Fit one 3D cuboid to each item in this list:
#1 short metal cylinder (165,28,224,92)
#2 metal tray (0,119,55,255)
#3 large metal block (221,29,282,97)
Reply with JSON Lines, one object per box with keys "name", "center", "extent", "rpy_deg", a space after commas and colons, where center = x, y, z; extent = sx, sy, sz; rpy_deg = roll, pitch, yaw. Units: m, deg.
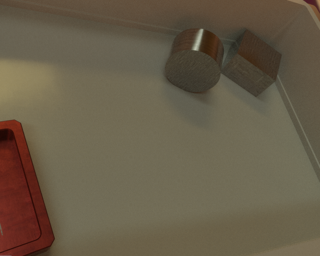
{"name": "short metal cylinder", "center": [0.052, -0.100, 0.461], "extent": [0.080, 0.080, 0.050], "rpy_deg": [25, 53, -13]}
{"name": "metal tray", "center": [-0.160, 0.061, 0.279], "extent": [0.091, 0.030, 0.130], "rpy_deg": [-12, 68, -33]}
{"name": "large metal block", "center": [0.162, -0.115, 0.550], "extent": [0.080, 0.050, 0.080], "rpy_deg": [33, 51, -7]}
